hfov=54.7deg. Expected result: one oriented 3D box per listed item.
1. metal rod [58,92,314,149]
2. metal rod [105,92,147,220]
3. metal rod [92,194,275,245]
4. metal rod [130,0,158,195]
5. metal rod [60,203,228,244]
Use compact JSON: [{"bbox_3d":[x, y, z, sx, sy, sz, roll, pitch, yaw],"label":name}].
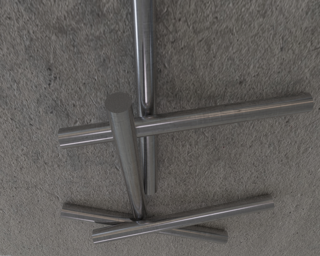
[{"bbox_3d":[0.033,-0.010,0.373,0.302,0.025,0.025,-9,130,-3],"label":"metal rod"},{"bbox_3d":[-0.036,0.061,0.409,0.025,0.025,0.299,-1,145,0],"label":"metal rod"},{"bbox_3d":[0.037,0.153,0.517,0.302,0.025,0.025,-12,130,2],"label":"metal rod"},{"bbox_3d":[-0.016,-0.018,0.391,0.025,0.025,0.298,0,130,0],"label":"metal rod"},{"bbox_3d":[-0.022,0.173,0.553,0.302,0.025,0.025,13,129,-11],"label":"metal rod"}]
